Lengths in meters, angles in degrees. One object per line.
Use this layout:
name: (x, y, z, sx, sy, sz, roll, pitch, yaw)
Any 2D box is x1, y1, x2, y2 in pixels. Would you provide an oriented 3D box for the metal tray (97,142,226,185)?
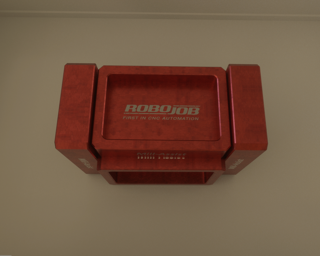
metal tray: (0.001, 0.043, 0.356, 0.131, 0.090, 0.030, 0, 70, 0)

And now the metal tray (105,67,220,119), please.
metal tray: (0.002, -0.041, 0.387, 0.131, 0.090, 0.030, 0, 71, 0)

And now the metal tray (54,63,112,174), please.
metal tray: (-0.080, -0.003, 0.353, 0.030, 0.130, 0.090, 1, 71, 0)

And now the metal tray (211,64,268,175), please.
metal tray: (0.083, -0.002, 0.353, 0.030, 0.130, 0.090, 1, 71, 0)

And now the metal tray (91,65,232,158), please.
metal tray: (0.002, -0.017, 0.315, 0.131, 0.030, 0.090, 1, 70, 0)
